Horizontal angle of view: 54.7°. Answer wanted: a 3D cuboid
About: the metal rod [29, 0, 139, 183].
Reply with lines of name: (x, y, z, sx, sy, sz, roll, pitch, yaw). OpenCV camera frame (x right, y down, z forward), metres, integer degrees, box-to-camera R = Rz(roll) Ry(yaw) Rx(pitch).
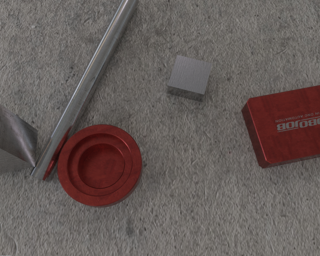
metal rod: (-0.097, -0.069, 0.432, 0.025, 0.025, 0.300, 19, 71, 7)

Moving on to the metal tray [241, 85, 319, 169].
metal tray: (0.185, -0.004, 0.409, 0.131, 0.030, 0.090, -11, 70, -4)

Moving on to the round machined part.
round machined part: (-0.071, 0.048, 0.381, 0.099, 0.042, 0.098, 0, 70, 0)

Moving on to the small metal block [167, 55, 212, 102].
small metal block: (0.041, -0.069, 0.434, 0.050, 0.025, 0.050, 15, 71, 5)

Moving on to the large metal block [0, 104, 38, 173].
large metal block: (-0.203, 0.017, 0.360, 0.080, 0.080, 0.050, -12, 63, 9)
